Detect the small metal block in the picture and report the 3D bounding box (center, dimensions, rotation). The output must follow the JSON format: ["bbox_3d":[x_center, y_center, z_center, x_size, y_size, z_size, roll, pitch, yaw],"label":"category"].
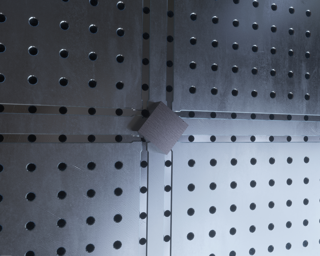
[{"bbox_3d":[0.001,0.000,0.413,0.050,0.025,0.050,40,77,-16],"label":"small metal block"}]
